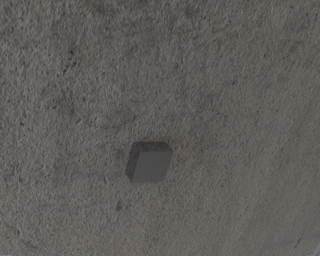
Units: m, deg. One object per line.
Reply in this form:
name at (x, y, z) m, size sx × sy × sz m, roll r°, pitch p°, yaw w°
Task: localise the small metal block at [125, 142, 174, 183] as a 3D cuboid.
small metal block at (-0.015, 0.047, 0.427) m, size 0.050 × 0.025 × 0.050 m, roll 2°, pitch 118°, yaw -29°
